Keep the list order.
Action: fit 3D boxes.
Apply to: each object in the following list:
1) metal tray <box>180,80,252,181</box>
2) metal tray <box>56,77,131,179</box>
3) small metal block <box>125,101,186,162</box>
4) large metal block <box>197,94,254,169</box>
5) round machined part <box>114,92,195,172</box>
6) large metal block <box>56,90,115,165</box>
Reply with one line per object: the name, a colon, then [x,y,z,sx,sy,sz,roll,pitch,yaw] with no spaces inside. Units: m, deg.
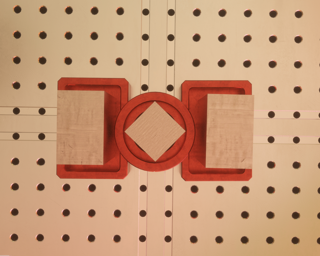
metal tray: [0.073,0.003,0.410,0.091,0.030,0.129,0,90,0]
metal tray: [-0.086,0.000,0.409,0.091,0.030,0.129,1,90,0]
small metal block: [-0.006,0.004,0.372,0.050,0.025,0.050,45,90,0]
large metal block: [0.075,0.003,0.373,0.050,0.080,0.080,2,90,0]
round machined part: [-0.006,0.005,0.396,0.099,0.042,0.097,0,90,0]
large metal block: [-0.085,-0.001,0.372,0.050,0.080,0.080,1,90,0]
